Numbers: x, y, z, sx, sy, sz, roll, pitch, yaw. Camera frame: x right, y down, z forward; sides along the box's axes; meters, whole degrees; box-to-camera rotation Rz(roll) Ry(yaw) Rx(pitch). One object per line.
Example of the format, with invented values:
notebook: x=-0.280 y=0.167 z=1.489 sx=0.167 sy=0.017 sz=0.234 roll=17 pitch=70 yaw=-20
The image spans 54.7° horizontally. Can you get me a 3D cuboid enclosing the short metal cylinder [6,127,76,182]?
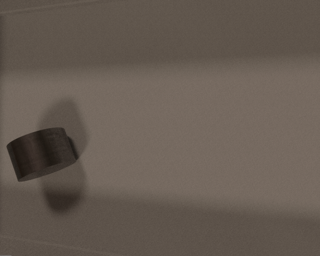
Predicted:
short metal cylinder: x=-0.166 y=0.038 z=0.438 sx=0.080 sy=0.080 sz=0.050 roll=-24 pitch=82 yaw=18
